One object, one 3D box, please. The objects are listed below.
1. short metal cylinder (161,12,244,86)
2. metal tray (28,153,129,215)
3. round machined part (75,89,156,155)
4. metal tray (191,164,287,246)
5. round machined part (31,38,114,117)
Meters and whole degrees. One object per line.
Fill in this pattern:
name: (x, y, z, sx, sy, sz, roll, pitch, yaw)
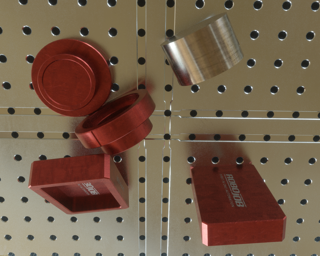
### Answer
short metal cylinder: (0.047, -0.089, 0.352, 0.080, 0.080, 0.050, -25, 108, 8)
metal tray: (-0.095, 0.076, 0.396, 0.091, 0.030, 0.130, -7, 151, 2)
round machined part: (-0.048, -0.004, 0.372, 0.098, 0.098, 0.042, -26, 110, 9)
metal tray: (0.091, 0.090, 0.392, 0.091, 0.130, 0.030, -4, 110, 1)
round machined part: (-0.109, -0.059, 0.381, 0.099, 0.042, 0.097, 0, 110, -1)
